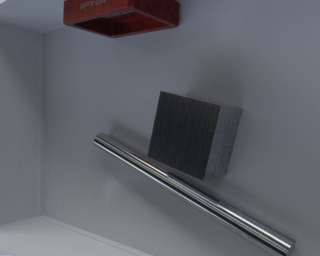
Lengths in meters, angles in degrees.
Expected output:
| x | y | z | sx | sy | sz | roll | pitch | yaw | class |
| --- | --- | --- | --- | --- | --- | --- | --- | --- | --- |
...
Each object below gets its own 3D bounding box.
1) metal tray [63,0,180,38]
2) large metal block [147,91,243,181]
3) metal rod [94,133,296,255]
| x | y | z | sx | sy | sz | roll | pitch | yaw | class |
| --- | --- | --- | --- | --- | --- | --- | --- | --- | --- |
| -0.052 | -0.149 | 0.404 | 0.130 | 0.091 | 0.030 | 5 | 93 | 39 | metal tray |
| 0.039 | 0.006 | 0.357 | 0.080 | 0.050 | 0.079 | 19 | 102 | 38 | large metal block |
| 0.017 | 0.070 | 0.390 | 0.300 | 0.025 | 0.025 | 25 | 106 | 37 | metal rod |
